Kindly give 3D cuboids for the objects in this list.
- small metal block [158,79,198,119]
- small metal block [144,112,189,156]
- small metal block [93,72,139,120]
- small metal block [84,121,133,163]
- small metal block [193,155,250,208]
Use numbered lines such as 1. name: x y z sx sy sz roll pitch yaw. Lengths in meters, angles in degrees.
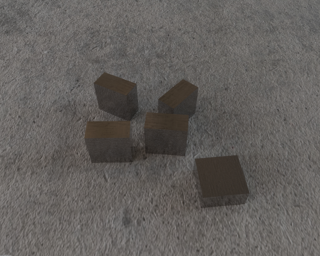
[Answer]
1. small metal block: 0.024 -0.028 0.411 0.025 0.050 0.050 34 58 25
2. small metal block: 0.008 0.008 0.380 0.050 0.050 0.025 4 50 3
3. small metal block: -0.058 -0.042 0.422 0.050 0.050 0.025 22 54 17
4. small metal block: -0.059 0.017 0.372 0.050 0.050 0.025 -1 50 -1
5. small metal block: 0.068 0.060 0.353 0.050 0.025 0.050 -4 50 -4
